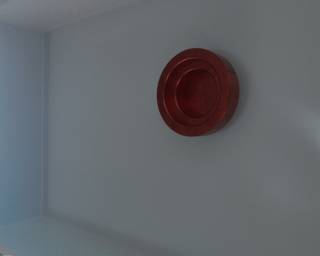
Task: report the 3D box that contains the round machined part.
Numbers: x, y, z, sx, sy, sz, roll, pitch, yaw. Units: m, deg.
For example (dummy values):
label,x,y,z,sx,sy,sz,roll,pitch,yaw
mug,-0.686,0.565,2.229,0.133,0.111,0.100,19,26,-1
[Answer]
label,x,y,z,sx,sy,sz,roll,pitch,yaw
round machined part,0.047,-0.039,0.358,0.098,0.042,0.097,0,90,40
